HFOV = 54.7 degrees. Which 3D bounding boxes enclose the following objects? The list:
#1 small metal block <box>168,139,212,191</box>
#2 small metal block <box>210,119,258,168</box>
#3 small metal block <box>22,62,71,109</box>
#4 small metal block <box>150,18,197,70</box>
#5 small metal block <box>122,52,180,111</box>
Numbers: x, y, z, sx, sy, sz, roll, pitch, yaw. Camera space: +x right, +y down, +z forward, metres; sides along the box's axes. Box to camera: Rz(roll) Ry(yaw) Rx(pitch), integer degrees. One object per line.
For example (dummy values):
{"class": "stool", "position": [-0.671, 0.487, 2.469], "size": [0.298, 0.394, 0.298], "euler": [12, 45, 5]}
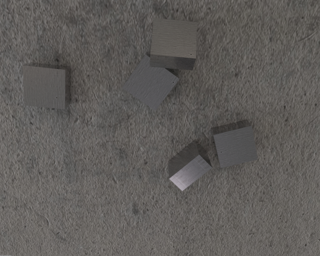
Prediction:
{"class": "small metal block", "position": [0.039, 0.049, 0.415], "size": [0.050, 0.050, 0.025], "euler": [-41, 105, 13]}
{"class": "small metal block", "position": [0.100, 0.021, 0.418], "size": [0.050, 0.025, 0.050], "euler": [-14, 110, 5]}
{"class": "small metal block", "position": [-0.141, -0.053, 0.389], "size": [0.050, 0.025, 0.050], "euler": [6, 110, -2]}
{"class": "small metal block", "position": [0.015, -0.097, 0.360], "size": [0.050, 0.025, 0.050], "euler": [5, 69, -2]}
{"class": "small metal block", "position": [-0.011, -0.059, 0.388], "size": [0.050, 0.025, 0.050], "euler": [34, 106, -12]}
